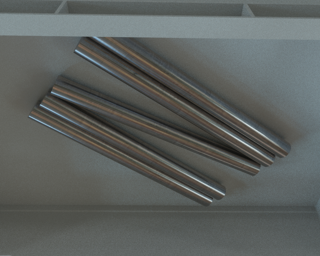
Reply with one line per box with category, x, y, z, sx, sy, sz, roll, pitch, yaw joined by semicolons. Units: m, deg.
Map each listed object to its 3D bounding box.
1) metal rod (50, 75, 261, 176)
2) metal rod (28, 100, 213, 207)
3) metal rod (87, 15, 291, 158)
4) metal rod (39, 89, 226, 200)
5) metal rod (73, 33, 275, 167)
metal rod;0.008;0.004;0.411;0.302;0.025;0.025;23;127;-19
metal rod;-0.040;0.047;0.447;0.301;0.025;0.025;31;124;-24
metal rod;0.052;-0.037;0.376;0.301;0.025;0.025;29;124;-23
metal rod;-0.022;0.033;0.436;0.301;0.025;0.025;31;124;-24
metal rod;0.035;-0.023;0.388;0.301;0.025;0.025;29;124;-23
